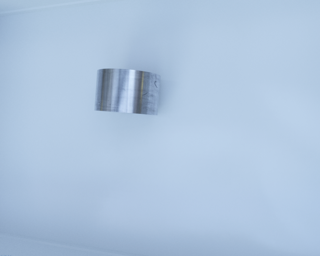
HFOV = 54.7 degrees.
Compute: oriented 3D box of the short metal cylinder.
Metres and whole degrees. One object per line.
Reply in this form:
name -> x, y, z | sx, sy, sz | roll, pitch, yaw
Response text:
short metal cylinder -> -0.041, -0.044, 0.395 | 0.080, 0.080, 0.050 | 5, 92, 19
